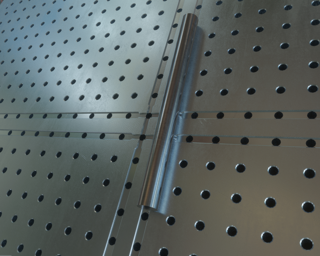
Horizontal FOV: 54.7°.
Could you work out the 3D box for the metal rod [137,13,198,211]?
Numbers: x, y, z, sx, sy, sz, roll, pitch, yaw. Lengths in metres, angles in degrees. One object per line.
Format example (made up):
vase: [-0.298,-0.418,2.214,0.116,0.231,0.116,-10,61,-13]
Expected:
metal rod: [0.017,-0.039,0.422,0.025,0.025,0.300,-1,61,27]
